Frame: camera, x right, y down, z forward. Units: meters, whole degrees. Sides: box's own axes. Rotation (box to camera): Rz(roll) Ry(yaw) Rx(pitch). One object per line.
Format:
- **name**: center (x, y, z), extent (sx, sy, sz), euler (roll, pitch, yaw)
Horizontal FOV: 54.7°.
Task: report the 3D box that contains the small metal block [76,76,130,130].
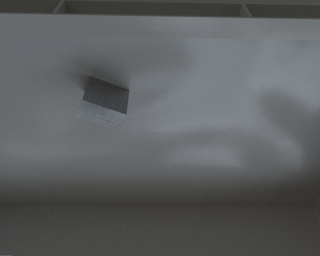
- **small metal block**: center (-0.066, -0.030, 0.366), extent (0.050, 0.050, 0.025), euler (19, 128, -16)
